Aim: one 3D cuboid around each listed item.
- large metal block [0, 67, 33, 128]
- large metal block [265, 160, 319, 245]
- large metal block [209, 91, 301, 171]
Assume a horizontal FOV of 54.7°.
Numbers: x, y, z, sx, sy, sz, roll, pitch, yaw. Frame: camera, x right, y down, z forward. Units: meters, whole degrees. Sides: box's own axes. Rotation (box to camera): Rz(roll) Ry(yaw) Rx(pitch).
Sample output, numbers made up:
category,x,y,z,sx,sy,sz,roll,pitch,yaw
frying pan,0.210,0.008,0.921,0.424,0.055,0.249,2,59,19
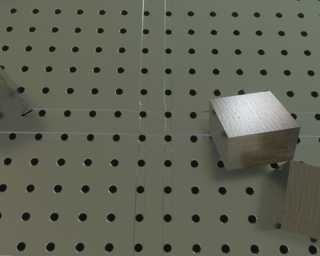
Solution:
category,x,y,z,sx,sy,sz,roll,pitch,yaw
large metal block,-0.225,-0.037,0.393,0.080,0.080,0.050,-34,74,-12
large metal block,0.180,0.092,0.367,0.080,0.050,0.080,15,71,5
large metal block,0.110,0.001,0.380,0.081,0.050,0.080,-8,37,-4
